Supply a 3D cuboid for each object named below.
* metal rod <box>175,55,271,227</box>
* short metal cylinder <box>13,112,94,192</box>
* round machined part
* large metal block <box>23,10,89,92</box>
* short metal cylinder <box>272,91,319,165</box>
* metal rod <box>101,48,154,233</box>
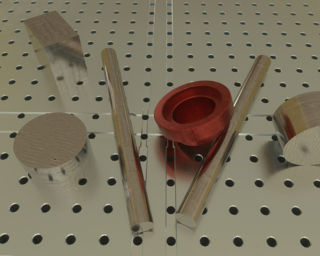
[{"bbox_3d":[0.096,-0.005,0.411,0.025,0.025,0.301,22,53,17],"label":"metal rod"},{"bbox_3d":[-0.123,0.028,0.367,0.080,0.050,0.080,0,50,0],"label":"short metal cylinder"},{"bbox_3d":[0.045,-0.015,0.395,0.098,0.042,0.098,-15,38,12],"label":"round machined part"},{"bbox_3d":[-0.155,-0.117,0.469,0.050,0.080,0.080,-29,56,-22],"label":"large metal block"},{"bbox_3d":[0.182,0.002,0.371,0.081,0.080,0.050,-1,50,-1],"label":"short metal cylinder"},{"bbox_3d":[-0.051,-0.009,0.414,0.025,0.025,0.300,-10,51,-8],"label":"metal rod"}]
